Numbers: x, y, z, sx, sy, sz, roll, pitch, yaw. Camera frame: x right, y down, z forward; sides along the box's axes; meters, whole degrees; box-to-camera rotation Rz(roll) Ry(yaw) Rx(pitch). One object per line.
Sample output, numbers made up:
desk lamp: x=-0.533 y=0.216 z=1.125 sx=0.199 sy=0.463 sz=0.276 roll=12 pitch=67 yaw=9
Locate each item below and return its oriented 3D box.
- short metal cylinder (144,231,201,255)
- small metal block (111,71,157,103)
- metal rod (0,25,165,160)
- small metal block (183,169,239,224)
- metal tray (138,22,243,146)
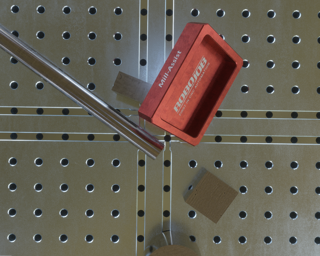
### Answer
short metal cylinder: x=0.017 y=0.182 z=0.401 sx=0.081 sy=0.050 sz=0.079 roll=0 pitch=90 yaw=-1
small metal block: x=-0.031 y=-0.048 z=0.400 sx=0.050 sy=0.050 sz=0.025 roll=22 pitch=90 yaw=-1
metal rod: x=-0.122 y=-0.056 z=0.411 sx=0.301 sy=0.025 sz=0.025 roll=36 pitch=90 yaw=-1
small metal block: x=0.067 y=0.090 z=0.414 sx=0.050 sy=0.025 sz=0.050 roll=36 pitch=90 yaw=-1
metal tray: x=0.041 y=-0.052 z=0.385 sx=0.090 sy=0.030 sz=0.130 roll=29 pitch=90 yaw=-41
